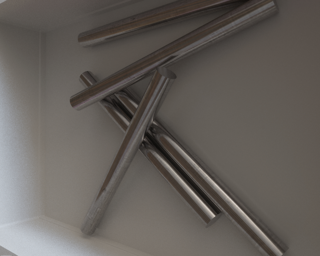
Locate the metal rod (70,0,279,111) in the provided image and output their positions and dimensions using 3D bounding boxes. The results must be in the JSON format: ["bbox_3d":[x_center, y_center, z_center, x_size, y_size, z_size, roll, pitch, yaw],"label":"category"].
[{"bbox_3d":[-0.005,-0.083,0.388,0.300,0.025,0.025,-20,77,31],"label":"metal rod"}]

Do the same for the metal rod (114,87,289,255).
[{"bbox_3d":[0.029,0.034,0.381,0.300,0.025,0.025,46,117,30],"label":"metal rod"}]

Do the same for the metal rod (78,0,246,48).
[{"bbox_3d":[-0.007,-0.145,0.410,0.300,0.025,0.025,-1,90,39],"label":"metal rod"}]

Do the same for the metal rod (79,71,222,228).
[{"bbox_3d":[-0.029,0.012,0.428,0.300,0.025,0.025,46,117,30],"label":"metal rod"}]

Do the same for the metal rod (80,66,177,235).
[{"bbox_3d":[-0.055,0.050,0.422,0.025,0.025,0.298,48,126,29],"label":"metal rod"}]
